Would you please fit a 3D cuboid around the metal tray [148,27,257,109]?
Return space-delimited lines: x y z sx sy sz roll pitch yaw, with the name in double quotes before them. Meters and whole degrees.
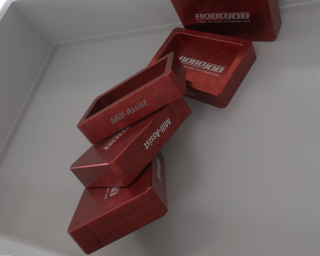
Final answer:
"metal tray" 0.052 -0.088 0.428 0.130 0.030 0.090 24 75 36

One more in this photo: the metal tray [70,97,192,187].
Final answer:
"metal tray" -0.032 0.012 0.359 0.090 0.030 0.131 -13 27 47

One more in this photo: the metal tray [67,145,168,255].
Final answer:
"metal tray" -0.040 0.066 0.338 0.090 0.030 0.130 -29 17 8

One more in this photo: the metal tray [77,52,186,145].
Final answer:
"metal tray" -0.032 -0.039 0.381 0.130 0.030 0.090 -28 22 17

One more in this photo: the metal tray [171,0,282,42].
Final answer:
"metal tray" 0.087 -0.159 0.415 0.130 0.090 0.030 12 68 33
